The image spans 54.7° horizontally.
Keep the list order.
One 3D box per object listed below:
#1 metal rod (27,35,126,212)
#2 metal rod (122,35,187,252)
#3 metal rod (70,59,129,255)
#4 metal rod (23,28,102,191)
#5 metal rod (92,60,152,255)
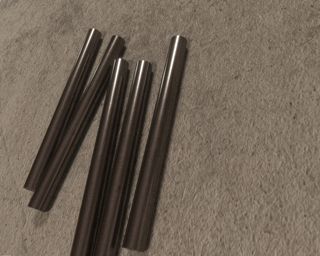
[{"bbox_3d":[-0.120,-0.020,0.476,0.025,0.025,0.300,7,65,31],"label":"metal rod"},{"bbox_3d":[0.000,0.001,0.402,0.025,0.025,0.299,-2,61,27],"label":"metal rod"},{"bbox_3d":[-0.078,0.027,0.426,0.025,0.025,0.299,-7,58,24],"label":"metal rod"},{"bbox_3d":[-0.151,-0.043,0.507,0.025,0.025,0.300,-1,61,27],"label":"metal rod"},{"bbox_3d":[-0.045,0.036,0.403,0.025,0.025,0.299,-5,59,25],"label":"metal rod"}]
